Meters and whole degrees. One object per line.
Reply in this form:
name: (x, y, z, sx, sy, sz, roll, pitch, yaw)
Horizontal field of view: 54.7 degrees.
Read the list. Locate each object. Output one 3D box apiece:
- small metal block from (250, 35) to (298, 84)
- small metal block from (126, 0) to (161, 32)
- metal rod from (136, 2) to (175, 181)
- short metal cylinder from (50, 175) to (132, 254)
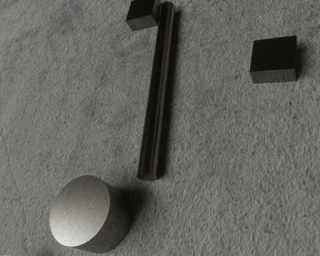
small metal block: (0.141, -0.083, 0.381, 0.050, 0.025, 0.050, 0, 62, 28)
small metal block: (-0.027, -0.200, 0.539, 0.050, 0.025, 0.050, -4, 60, 26)
metal rod: (-0.001, -0.071, 0.446, 0.025, 0.025, 0.299, -8, 58, 24)
short metal cylinder: (-0.080, 0.102, 0.366, 0.080, 0.050, 0.080, -13, 56, 20)
